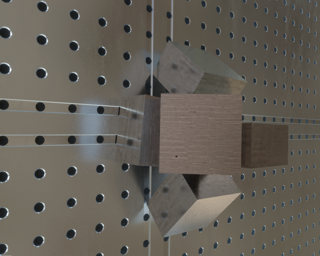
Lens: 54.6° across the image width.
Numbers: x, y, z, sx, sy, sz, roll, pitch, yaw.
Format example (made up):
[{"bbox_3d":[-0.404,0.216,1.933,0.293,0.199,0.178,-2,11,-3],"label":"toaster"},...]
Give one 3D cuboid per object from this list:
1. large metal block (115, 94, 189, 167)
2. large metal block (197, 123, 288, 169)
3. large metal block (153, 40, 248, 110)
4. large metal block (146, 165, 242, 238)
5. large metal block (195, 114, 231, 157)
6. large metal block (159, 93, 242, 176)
[{"bbox_3d":[-0.005,0.006,0.388,0.081,0.050,0.080,9,85,-40],"label":"large metal block"},{"bbox_3d":[0.105,0.020,0.395,0.081,0.080,0.050,2,89,-40],"label":"large metal block"},{"bbox_3d":[0.051,-0.066,0.405,0.081,0.080,0.050,3,127,-40],"label":"large metal block"},{"bbox_3d":[0.042,0.091,0.401,0.081,0.050,0.080,3,133,-40],"label":"large metal block"},{"bbox_3d":[0.061,0.010,0.442,0.081,0.050,0.080,4,88,-40],"label":"large metal block"},{"bbox_3d":[0.042,0.006,0.332,0.080,0.050,0.080,1,90,5],"label":"large metal block"}]
